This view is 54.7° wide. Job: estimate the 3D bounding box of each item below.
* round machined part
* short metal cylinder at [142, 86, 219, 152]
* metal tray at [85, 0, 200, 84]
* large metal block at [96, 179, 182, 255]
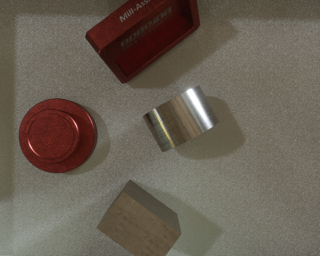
[{"bbox_3d":[-0.134,0.010,0.401,0.099,0.042,0.097,0,90,-1],"label":"round machined part"},{"bbox_3d":[0.026,-0.011,0.384,0.080,0.080,0.050,-29,90,0],"label":"short metal cylinder"},{"bbox_3d":[-0.015,-0.119,0.376,0.130,0.090,0.030,-37,70,0],"label":"metal tray"},{"bbox_3d":[-0.023,0.114,0.384,0.080,0.080,0.050,36,90,-1],"label":"large metal block"}]
